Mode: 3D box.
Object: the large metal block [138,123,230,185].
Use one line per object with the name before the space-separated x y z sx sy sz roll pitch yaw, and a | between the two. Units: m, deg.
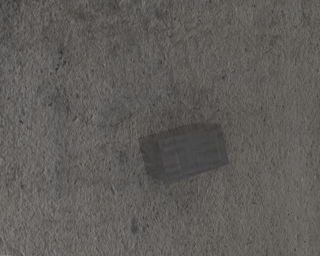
large metal block | 0.027 0.028 0.390 0.081 0.080 0.050 -15 95 -19
